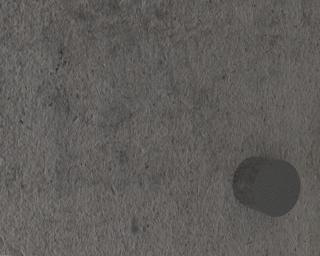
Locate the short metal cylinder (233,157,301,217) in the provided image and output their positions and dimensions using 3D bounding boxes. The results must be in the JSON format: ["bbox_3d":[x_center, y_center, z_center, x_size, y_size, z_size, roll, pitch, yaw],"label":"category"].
[{"bbox_3d":[0.155,0.083,0.453,0.081,0.050,0.080,0,90,-20],"label":"short metal cylinder"}]
